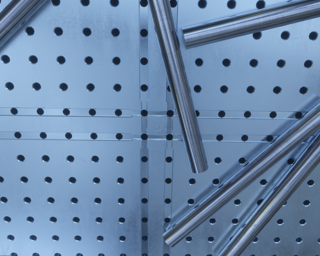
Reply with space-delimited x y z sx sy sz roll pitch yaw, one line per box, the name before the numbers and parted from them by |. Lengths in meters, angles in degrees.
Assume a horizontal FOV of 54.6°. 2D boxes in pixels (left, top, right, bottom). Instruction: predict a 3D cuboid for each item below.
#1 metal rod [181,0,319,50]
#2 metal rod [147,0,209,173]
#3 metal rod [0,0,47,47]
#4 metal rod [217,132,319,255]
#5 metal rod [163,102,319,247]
metal rod | 0.174 -0.139 0.357 0.301 0.025 0.025 -13 110 2
metal rod | 0.018 -0.079 0.384 0.025 0.025 0.299 -14 110 5
metal rod | -0.140 -0.156 0.354 0.300 0.025 0.025 -38 106 12
metal rod | 0.175 0.096 0.449 0.025 0.025 0.299 29 107 -10
metal rod | 0.118 0.072 0.440 0.025 0.025 0.299 43 104 -14
